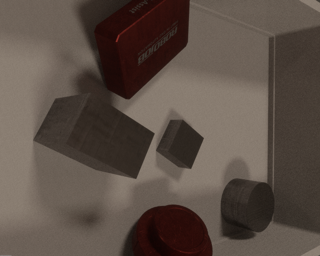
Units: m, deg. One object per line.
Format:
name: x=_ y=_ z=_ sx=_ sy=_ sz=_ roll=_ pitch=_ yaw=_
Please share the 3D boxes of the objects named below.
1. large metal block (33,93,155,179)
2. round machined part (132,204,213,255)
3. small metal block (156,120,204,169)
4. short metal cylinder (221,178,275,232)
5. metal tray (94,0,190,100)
large metal block: x=-0.067 y=0.009 z=0.316 sx=0.080 sy=0.080 sz=0.050 roll=34 pitch=69 yaw=-35
round machined part: x=0.019 y=0.132 z=0.375 sx=0.099 sy=0.098 sz=0.042 roll=-8 pitch=133 yaw=-40
small metal block: x=0.029 y=0.023 z=0.433 sx=0.050 sy=0.025 sz=0.050 roll=39 pitch=66 yaw=-33
short metal cylinder: x=0.147 y=0.127 z=0.517 sx=0.081 sy=0.050 sz=0.079 roll=0 pitch=90 yaw=-40
metal tray: x=-0.014 y=-0.106 z=0.362 sx=0.131 sy=0.030 sz=0.090 roll=-48 pitch=154 yaw=-29
